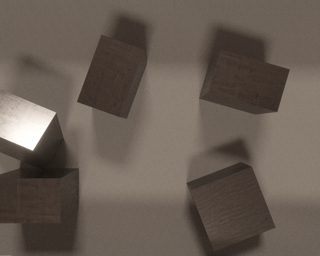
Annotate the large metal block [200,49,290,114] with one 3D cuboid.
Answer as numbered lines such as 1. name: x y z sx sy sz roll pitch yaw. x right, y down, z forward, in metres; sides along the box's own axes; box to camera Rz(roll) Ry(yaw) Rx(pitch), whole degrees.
1. large metal block: 0.099 -0.053 0.385 0.080 0.080 0.050 16 90 -1

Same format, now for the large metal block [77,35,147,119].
1. large metal block: -0.055 -0.058 0.383 0.050 0.080 0.080 20 90 0

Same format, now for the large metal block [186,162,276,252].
1. large metal block: 0.088 0.098 0.400 0.080 0.050 0.080 -21 90 -1

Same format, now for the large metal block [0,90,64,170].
1. large metal block: -0.170 0.003 0.375 0.080 0.080 0.050 23 64 -1

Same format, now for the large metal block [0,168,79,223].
1. large metal block: -0.151 0.080 0.382 0.081 0.080 0.050 0 90 -1
